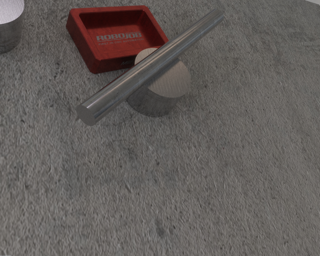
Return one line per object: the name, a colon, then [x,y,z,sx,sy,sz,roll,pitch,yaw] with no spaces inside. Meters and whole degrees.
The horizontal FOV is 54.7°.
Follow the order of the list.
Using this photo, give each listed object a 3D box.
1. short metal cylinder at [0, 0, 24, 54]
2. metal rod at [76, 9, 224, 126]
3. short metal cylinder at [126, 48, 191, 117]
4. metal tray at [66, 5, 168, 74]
short metal cylinder: [-0.203,-0.132,0.359,0.081,0.050,0.080,14,56,-21]
metal rod: [0.008,-0.096,0.402,0.025,0.025,0.302,43,51,1]
short metal cylinder: [-0.006,-0.061,0.422,0.081,0.050,0.080,14,56,-21]
metal tray: [-0.056,-0.132,0.450,0.131,0.030,0.090,-19,72,-35]
